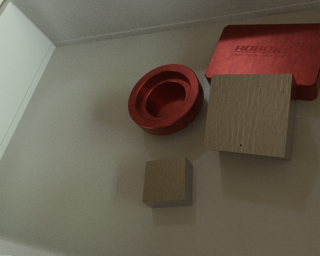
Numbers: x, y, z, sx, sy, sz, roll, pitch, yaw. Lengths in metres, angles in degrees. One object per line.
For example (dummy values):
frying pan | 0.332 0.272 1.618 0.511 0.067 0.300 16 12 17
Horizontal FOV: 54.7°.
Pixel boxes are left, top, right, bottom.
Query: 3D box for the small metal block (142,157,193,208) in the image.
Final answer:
small metal block | 0.010 0.064 0.360 0.050 0.025 0.050 -10 58 22

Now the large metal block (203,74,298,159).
large metal block | 0.097 -0.012 0.329 0.080 0.050 0.080 5 85 30

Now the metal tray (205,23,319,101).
metal tray | 0.132 -0.085 0.385 0.130 0.030 0.090 11 67 32

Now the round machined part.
round machined part | 0.011 -0.033 0.408 0.098 0.042 0.098 -13 56 20
